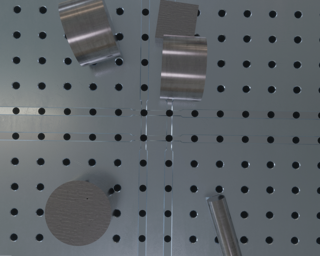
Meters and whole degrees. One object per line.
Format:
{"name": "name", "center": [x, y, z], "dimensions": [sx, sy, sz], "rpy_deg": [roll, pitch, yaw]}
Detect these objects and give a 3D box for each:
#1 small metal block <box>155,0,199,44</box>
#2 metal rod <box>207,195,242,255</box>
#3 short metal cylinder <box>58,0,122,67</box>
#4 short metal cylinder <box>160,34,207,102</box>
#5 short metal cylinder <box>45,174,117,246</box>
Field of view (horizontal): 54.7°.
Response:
{"name": "small metal block", "center": [0.022, -0.138, 0.413], "dimensions": [0.050, 0.025, 0.050], "rpy_deg": [8, 90, 0]}
{"name": "metal rod", "center": [0.116, 0.237, 0.414], "dimensions": [0.025, 0.025, 0.298], "rpy_deg": [-16, 90, 0]}
{"name": "short metal cylinder", "center": [-0.085, -0.122, 0.385], "dimensions": [0.050, 0.080, 0.080], "rpy_deg": [-17, 90, 0]}
{"name": "short metal cylinder", "center": [0.027, -0.074, 0.386], "dimensions": [0.050, 0.080, 0.079], "rpy_deg": [3, 90, 0]}
{"name": "short metal cylinder", "center": [-0.099, 0.103, 0.400], "dimensions": [0.081, 0.050, 0.079], "rpy_deg": [0, 90, 0]}
